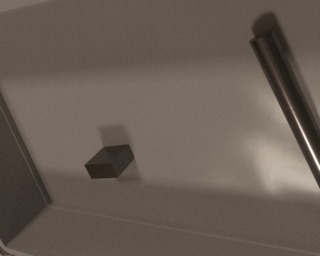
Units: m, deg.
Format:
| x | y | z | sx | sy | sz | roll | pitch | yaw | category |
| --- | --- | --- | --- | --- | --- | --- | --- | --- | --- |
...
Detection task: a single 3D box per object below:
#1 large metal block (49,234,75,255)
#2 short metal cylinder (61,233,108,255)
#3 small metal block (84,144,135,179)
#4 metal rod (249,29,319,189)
| x | y | z | sx | sy | sz | roll | pitch | yaw | category |
| --- | --- | --- | --- | --- | --- | --- | --- | --- | --- |
| -0.195 | 0.289 | 0.673 | 0.080 | 0.050 | 0.080 | 43 | 129 | -2 | large metal block |
| -0.146 | 0.256 | 0.608 | 0.080 | 0.080 | 0.050 | 2 | 119 | 27 | short metal cylinder |
| -0.074 | 0.050 | 0.461 | 0.050 | 0.050 | 0.025 | -8 | 114 | 31 | small metal block |
| 0.174 | 0.034 | 0.338 | 0.025 | 0.025 | 0.299 | -21 | 108 | 35 | metal rod |
